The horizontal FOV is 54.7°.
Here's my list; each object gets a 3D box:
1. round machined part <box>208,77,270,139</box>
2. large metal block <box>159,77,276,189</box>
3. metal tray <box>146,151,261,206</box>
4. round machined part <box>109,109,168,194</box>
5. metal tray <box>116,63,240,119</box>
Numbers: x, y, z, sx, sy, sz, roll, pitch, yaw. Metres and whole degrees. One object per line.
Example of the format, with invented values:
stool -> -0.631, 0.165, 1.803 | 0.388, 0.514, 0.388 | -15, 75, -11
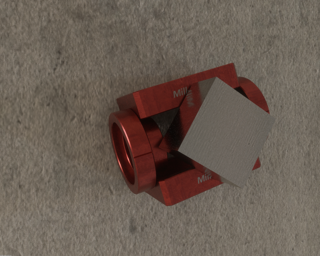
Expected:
round machined part -> 0.095, -0.015, 0.407 | 0.042, 0.098, 0.097 | -17, 96, -20
large metal block -> 0.059, 0.005, 0.322 | 0.080, 0.050, 0.080 | 31, 80, -18
metal tray -> 0.047, 0.051, 0.393 | 0.131, 0.090, 0.030 | -19, 97, -19
round machined part -> -0.024, 0.024, 0.363 | 0.042, 0.098, 0.097 | -17, 96, -20
metal tray -> 0.020, -0.044, 0.385 | 0.131, 0.090, 0.030 | -19, 97, -19
